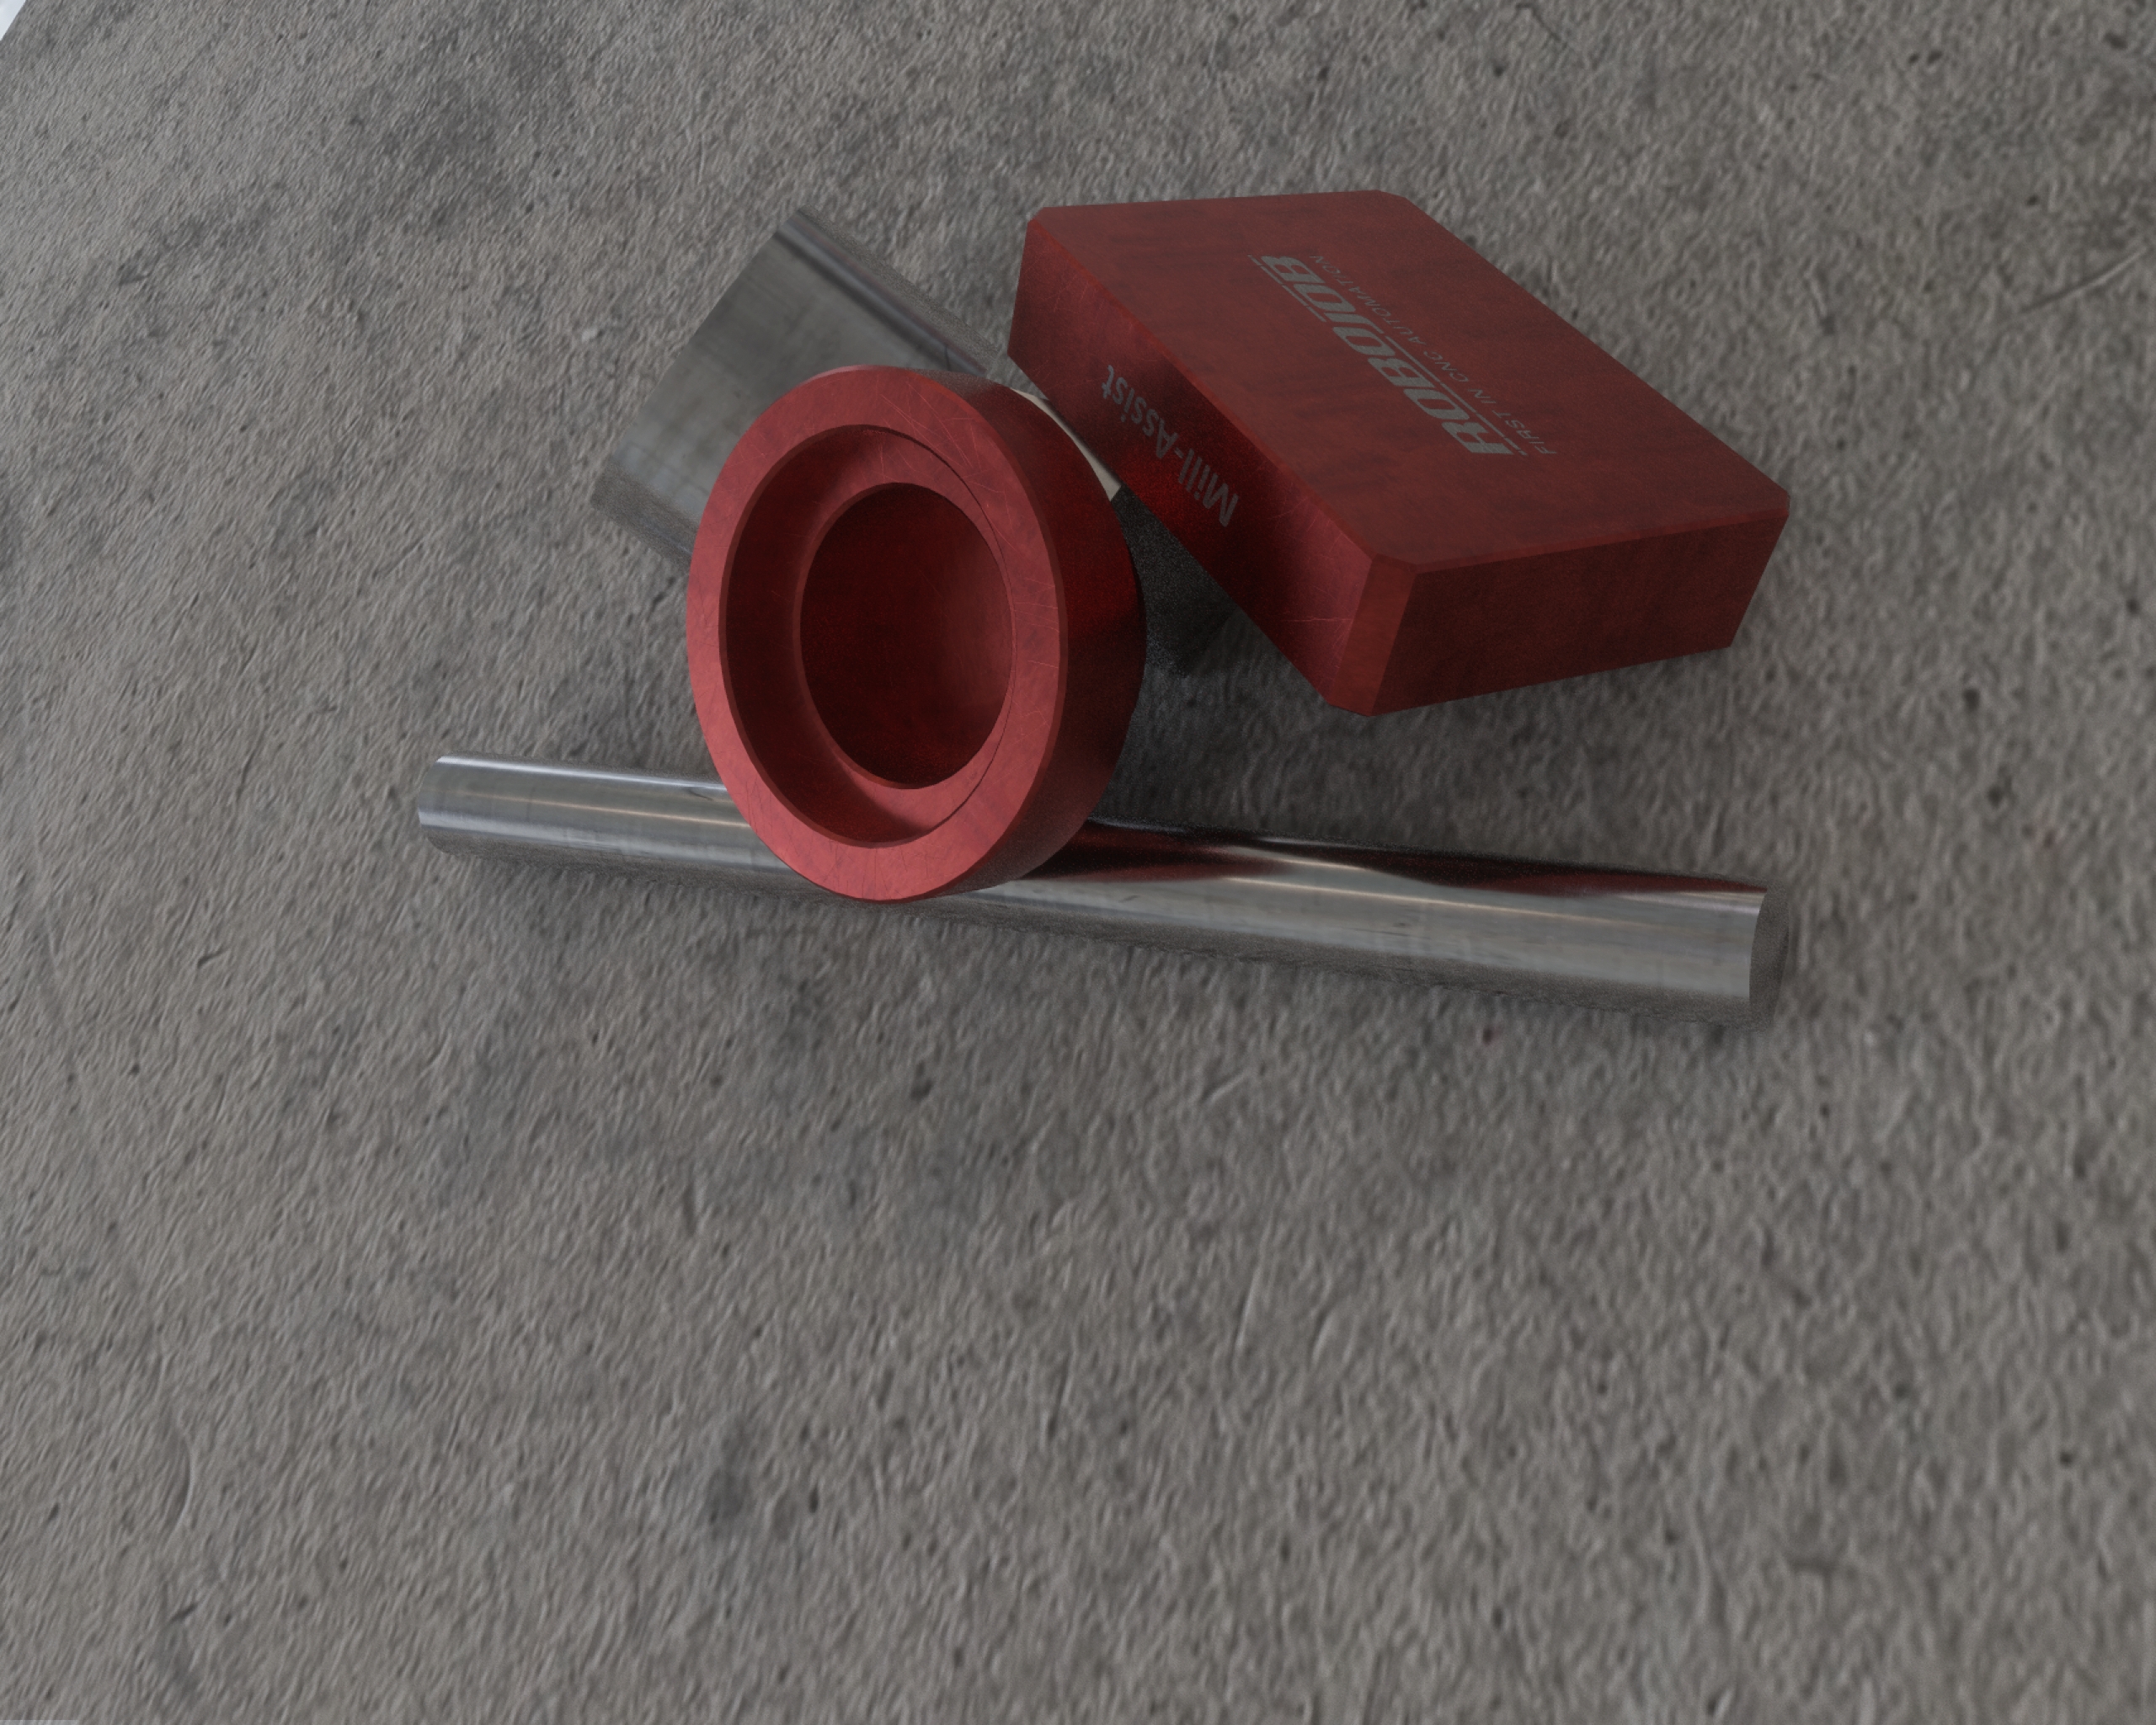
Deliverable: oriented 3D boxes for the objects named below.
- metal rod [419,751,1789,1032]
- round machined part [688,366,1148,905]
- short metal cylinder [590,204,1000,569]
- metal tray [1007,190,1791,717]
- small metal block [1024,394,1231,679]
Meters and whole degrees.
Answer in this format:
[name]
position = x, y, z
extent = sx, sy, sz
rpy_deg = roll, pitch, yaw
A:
[metal rod]
position = -0.017, 0.001, 0.414
extent = 0.300, 0.025, 0.025
rpy_deg = 6, 65, 31
[round machined part]
position = -0.026, -0.043, 0.394
extent = 0.098, 0.042, 0.097
rpy_deg = 7, 101, 39
[short metal cylinder]
position = -0.061, -0.095, 0.454
extent = 0.080, 0.050, 0.080
rpy_deg = -51, 11, 15
[metal tray]
position = 0.055, -0.083, 0.391
extent = 0.091, 0.030, 0.130
rpy_deg = -12, 46, -27
[small metal block]
position = 0.001, -0.069, 0.429
extent = 0.050, 0.050, 0.025
rpy_deg = 26, 76, 37
